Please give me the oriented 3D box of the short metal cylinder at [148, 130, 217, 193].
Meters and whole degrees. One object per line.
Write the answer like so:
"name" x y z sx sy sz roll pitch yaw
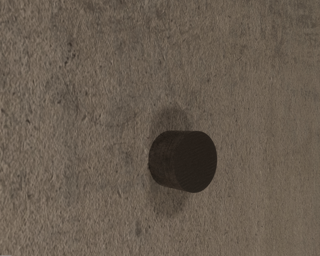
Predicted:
"short metal cylinder" 0.031 0.043 0.417 0.081 0.050 0.079 0 90 -40
